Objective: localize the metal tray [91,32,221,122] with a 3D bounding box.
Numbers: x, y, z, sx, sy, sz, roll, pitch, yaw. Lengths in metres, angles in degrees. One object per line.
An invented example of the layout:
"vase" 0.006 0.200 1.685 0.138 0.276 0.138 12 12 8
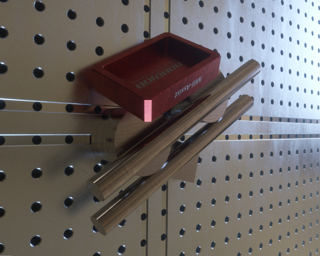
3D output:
"metal tray" -0.002 -0.067 0.365 0.131 0.090 0.030 -36 144 -35

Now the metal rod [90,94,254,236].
"metal rod" 0.037 0.030 0.408 0.302 0.025 0.025 -36 112 -34

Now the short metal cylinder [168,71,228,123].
"short metal cylinder" 0.052 -0.047 0.439 0.081 0.050 0.079 0 90 -40

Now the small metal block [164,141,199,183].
"small metal block" 0.026 0.047 0.432 0.050 0.025 0.050 19 78 -39

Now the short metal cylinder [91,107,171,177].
"short metal cylinder" -0.033 0.014 0.367 0.081 0.050 0.079 0 90 -40

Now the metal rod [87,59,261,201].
"metal rod" 0.039 -0.015 0.377 0.302 0.025 0.025 -37 113 -34
